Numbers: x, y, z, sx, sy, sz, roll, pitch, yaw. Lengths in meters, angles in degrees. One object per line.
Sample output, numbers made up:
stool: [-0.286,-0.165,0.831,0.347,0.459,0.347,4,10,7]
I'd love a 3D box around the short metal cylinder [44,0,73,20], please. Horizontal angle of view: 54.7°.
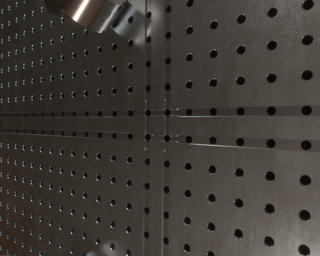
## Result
short metal cylinder: [-0.147,-0.222,0.512,0.080,0.050,0.079,0,90,39]

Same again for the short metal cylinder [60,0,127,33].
short metal cylinder: [-0.096,-0.185,0.451,0.050,0.081,0.080,-46,63,30]
